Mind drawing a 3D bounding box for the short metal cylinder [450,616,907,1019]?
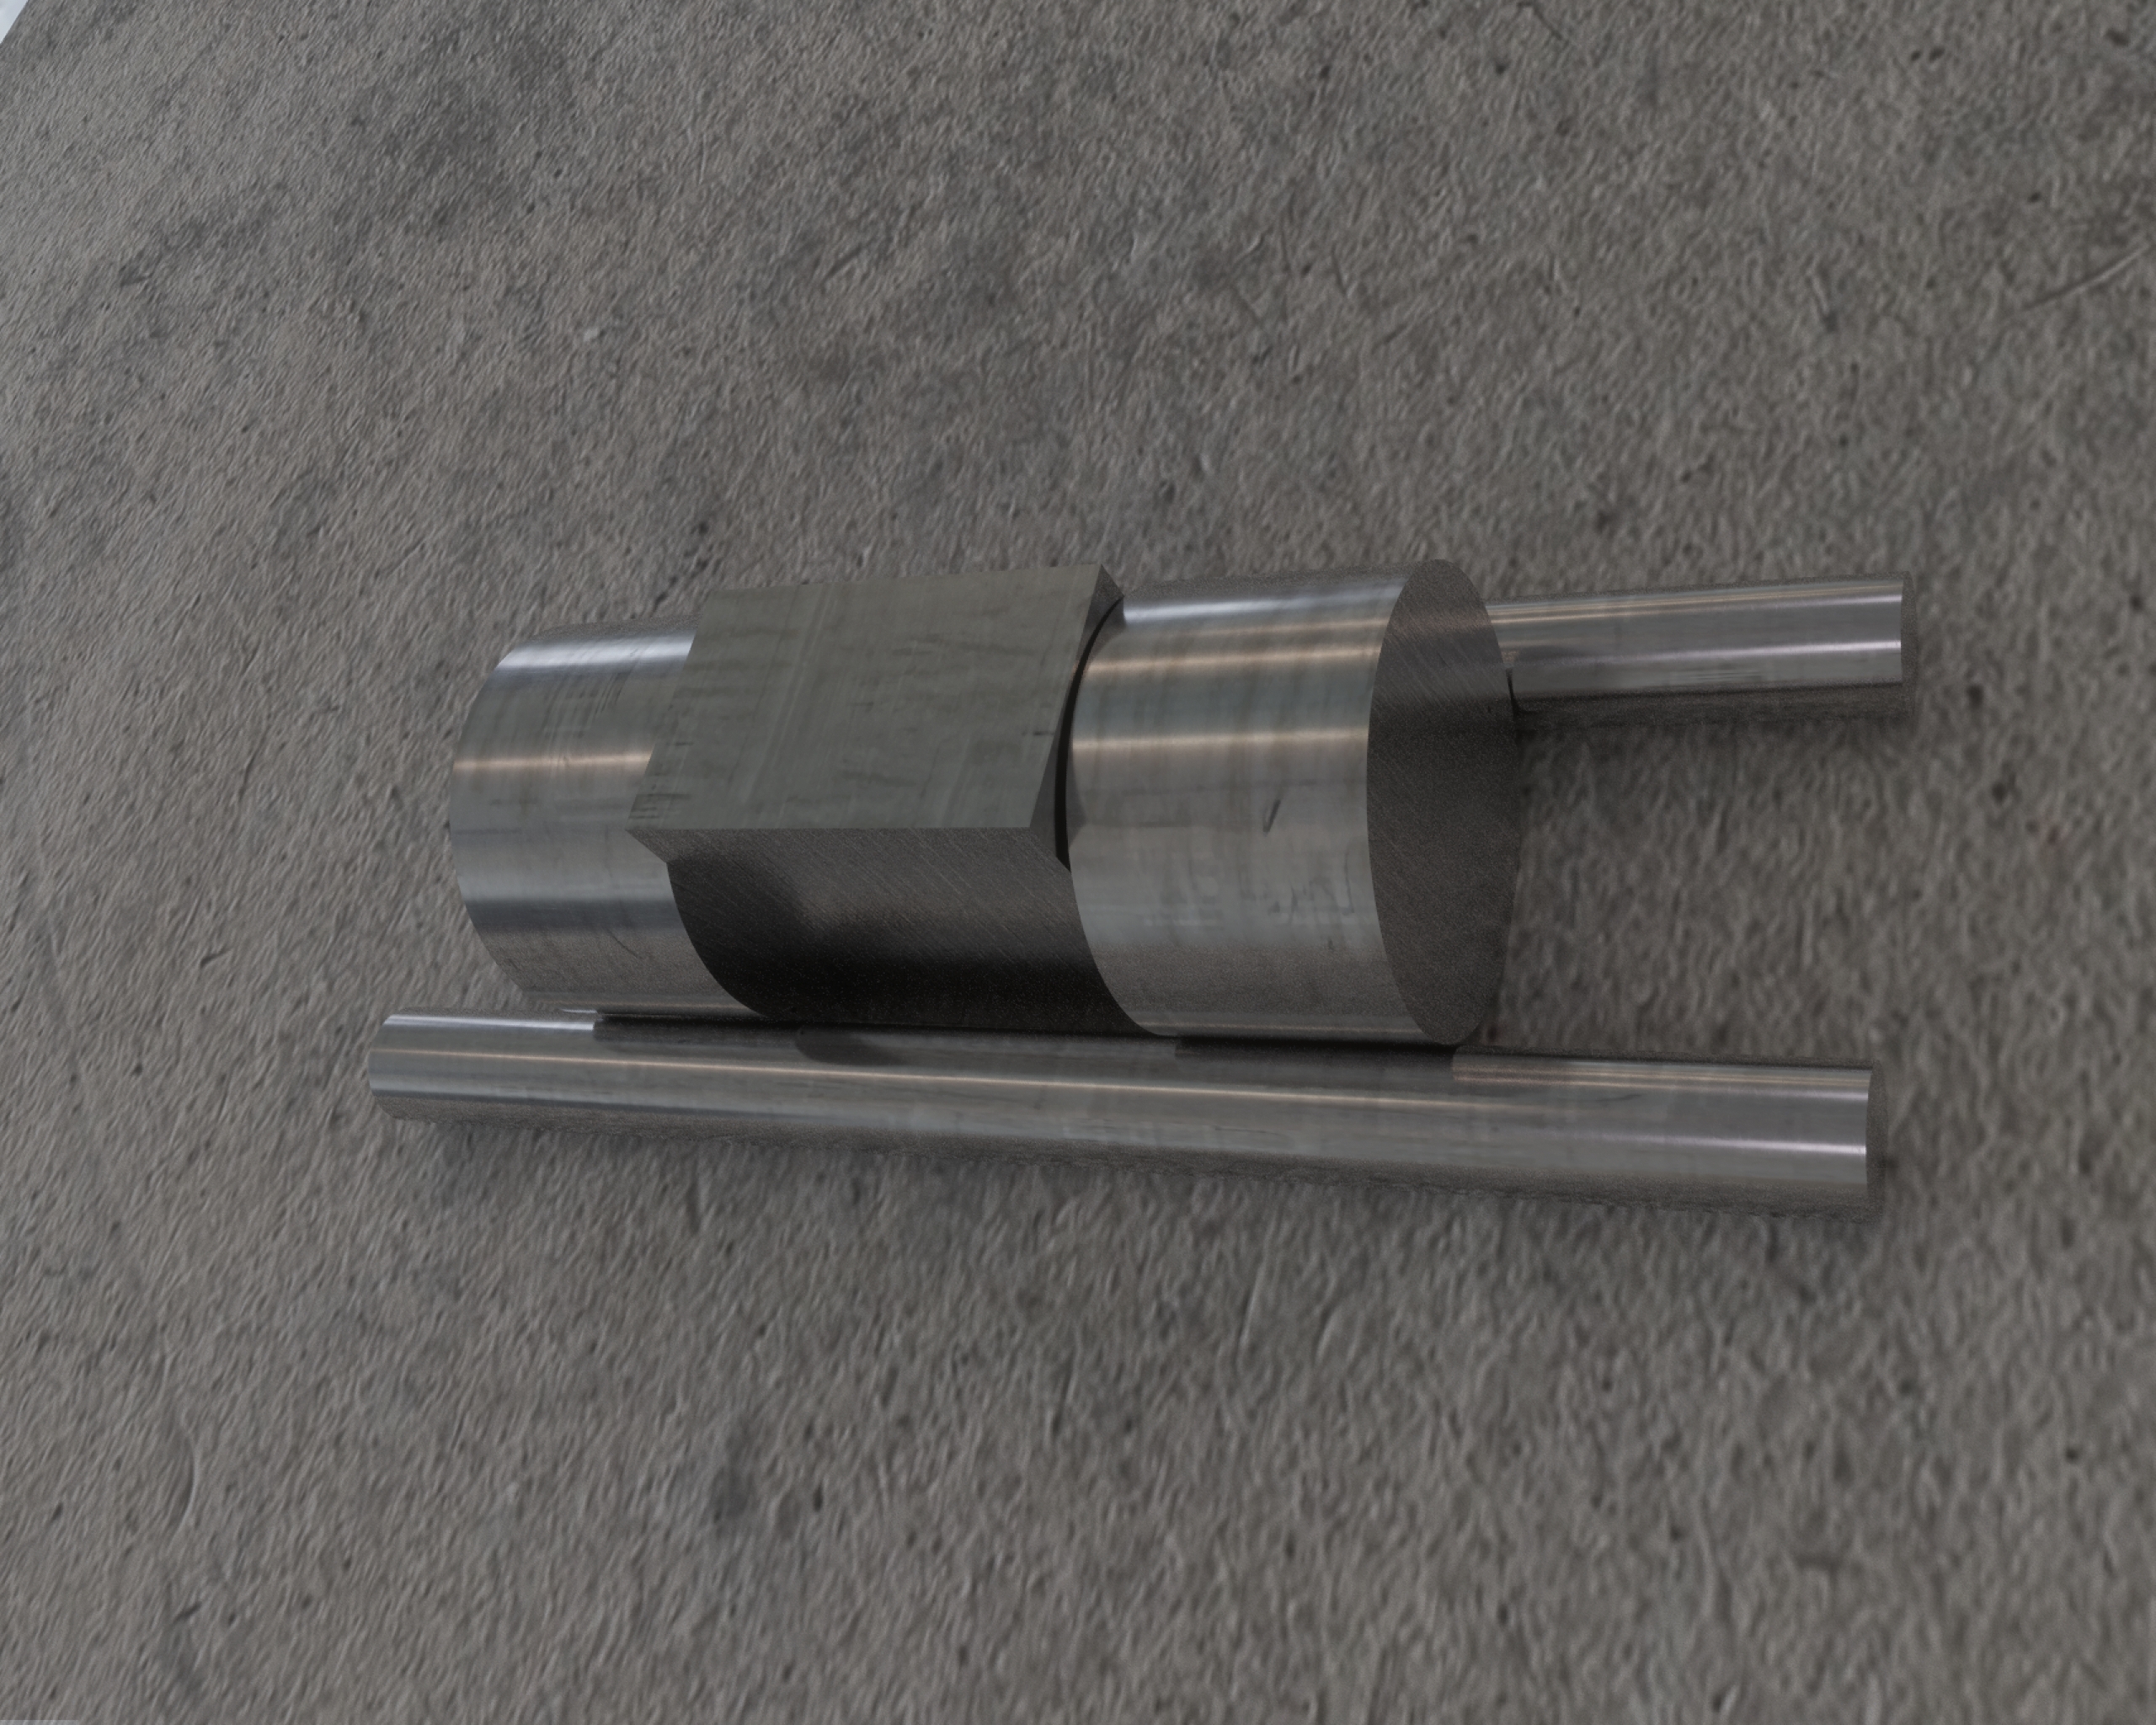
[{"bbox_3d":[-0.077,-0.009,0.416,0.050,0.080,0.080,-1,61,28],"label":"short metal cylinder"}]

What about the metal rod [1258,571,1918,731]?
[{"bbox_3d":[0.008,-0.036,0.424,0.300,0.025,0.025,0,62,28],"label":"metal rod"}]

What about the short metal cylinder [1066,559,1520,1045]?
[{"bbox_3d":[0.039,-0.010,0.355,0.050,0.080,0.080,-1,61,28],"label":"short metal cylinder"}]

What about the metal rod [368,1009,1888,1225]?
[{"bbox_3d":[-0.012,0.043,0.386,0.300,0.025,0.025,0,62,28],"label":"metal rod"}]

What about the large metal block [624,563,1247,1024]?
[{"bbox_3d":[-0.020,-0.009,0.383,0.080,0.080,0.050,0,62,28],"label":"large metal block"}]
